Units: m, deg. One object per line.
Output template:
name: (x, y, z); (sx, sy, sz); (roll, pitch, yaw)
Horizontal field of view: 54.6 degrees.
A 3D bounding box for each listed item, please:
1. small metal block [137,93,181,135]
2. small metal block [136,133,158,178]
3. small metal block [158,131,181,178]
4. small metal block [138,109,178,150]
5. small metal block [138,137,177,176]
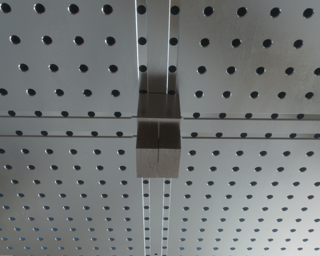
small metal block: (-0.001, -0.018, 0.379); (0.050, 0.050, 0.025); (2, 130, -1)
small metal block: (-0.015, 0.026, 0.384); (0.025, 0.050, 0.050); (1, 130, -1)
small metal block: (0.011, 0.026, 0.385); (0.025, 0.050, 0.050); (2, 130, 0)
small metal block: (-0.003, 0.002, 0.413); (0.050, 0.025, 0.050); (2, 130, 0)
small metal block: (-0.003, 0.039, 0.427); (0.050, 0.050, 0.025); (1, 130, -1)
